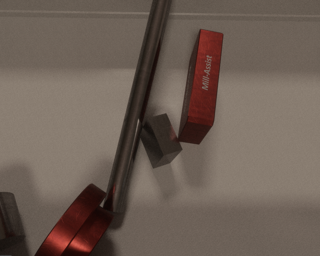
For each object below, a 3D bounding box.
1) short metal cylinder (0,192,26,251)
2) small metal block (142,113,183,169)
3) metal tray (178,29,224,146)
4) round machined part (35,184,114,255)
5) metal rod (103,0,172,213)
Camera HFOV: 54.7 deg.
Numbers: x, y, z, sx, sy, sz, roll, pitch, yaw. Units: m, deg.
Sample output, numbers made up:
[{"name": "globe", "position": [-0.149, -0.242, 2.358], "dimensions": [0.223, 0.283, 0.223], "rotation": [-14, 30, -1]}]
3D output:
[{"name": "short metal cylinder", "position": [-0.196, 0.110, 0.338], "dimensions": [0.080, 0.080, 0.050], "rotation": [-22, 72, -8]}, {"name": "small metal block", "position": [-0.001, 0.017, 0.388], "dimensions": [0.025, 0.050, 0.050], "rotation": [-15, 70, -23]}, {"name": "metal tray", "position": [0.052, -0.051, 0.408], "dimensions": [0.030, 0.090, 0.130], "rotation": [11, 69, -2]}, {"name": "round machined part", "position": [-0.085, 0.112, 0.330], "dimensions": [0.042, 0.098, 0.098], "rotation": [35, 73, 0]}, {"name": "metal rod", "position": [-0.025, -0.046, 0.394], "dimensions": [0.025, 0.025, 0.299], "rotation": [12, 82, 4]}]
